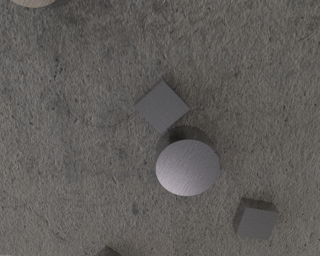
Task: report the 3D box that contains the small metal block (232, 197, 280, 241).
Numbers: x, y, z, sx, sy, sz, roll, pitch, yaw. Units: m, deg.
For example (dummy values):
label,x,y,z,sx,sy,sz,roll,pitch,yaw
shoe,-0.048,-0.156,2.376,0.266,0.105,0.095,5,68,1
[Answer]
label,x,y,z,sx,sy,sz,roll,pitch,yaw
small metal block,0.141,0.136,0.461,0.050,0.025,0.050,11,110,-4

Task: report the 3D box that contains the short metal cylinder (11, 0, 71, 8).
label,x,y,z,sx,sy,sz,roll,pitch,yaw
short metal cylinder,-0.131,-0.171,0.332,0.081,0.050,0.079,0,110,0

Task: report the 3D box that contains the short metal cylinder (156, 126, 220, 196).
label,x,y,z,sx,sy,sz,roll,pitch,yaw
short metal cylinder,0.035,0.043,0.413,0.081,0.050,0.079,0,110,0

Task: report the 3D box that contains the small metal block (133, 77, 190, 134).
label,x,y,z,sx,sy,sz,roll,pitch,yaw
small metal block,0.002,-0.029,0.399,0.050,0.025,0.050,-41,105,13

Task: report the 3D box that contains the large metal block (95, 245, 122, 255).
label,x,y,z,sx,sy,sz,roll,pitch,yaw
large metal block,-0.082,0.246,0.487,0.080,0.050,0.080,40,105,-14
